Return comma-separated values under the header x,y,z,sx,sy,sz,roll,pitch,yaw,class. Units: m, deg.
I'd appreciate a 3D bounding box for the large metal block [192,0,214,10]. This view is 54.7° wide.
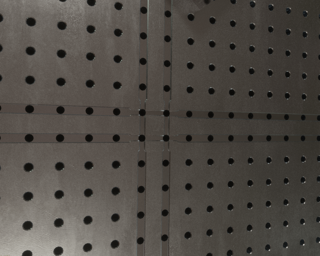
x,y,z,sx,sy,sz,roll,pitch,yaw,class
0.066,-0.227,0.425,0.080,0.050,0.080,46,76,-15,large metal block
